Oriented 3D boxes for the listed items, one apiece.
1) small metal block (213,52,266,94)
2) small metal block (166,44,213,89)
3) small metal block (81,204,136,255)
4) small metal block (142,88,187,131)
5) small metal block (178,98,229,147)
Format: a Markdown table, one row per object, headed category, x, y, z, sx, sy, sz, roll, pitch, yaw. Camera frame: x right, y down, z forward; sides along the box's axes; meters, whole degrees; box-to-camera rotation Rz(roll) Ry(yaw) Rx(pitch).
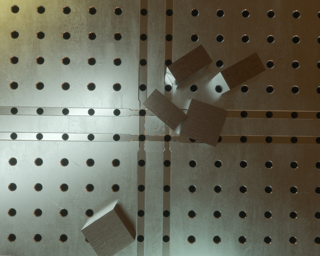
| category | x | y | z | sx | sy | sz | roll | pitch | yaw |
| --- | --- | --- | --- | --- | --- | --- | --- | --- | --- |
| small metal block | 0.101 | -0.070 | 0.402 | 0.050 | 0.050 | 0.025 | -29 | 90 | 0 |
| small metal block | 0.036 | -0.078 | 0.401 | 0.050 | 0.050 | 0.025 | -33 | 90 | 0 |
| small metal block | -0.067 | 0.139 | 0.413 | 0.050 | 0.025 | 0.050 | -34 | 90 | 0 |
| small metal block | 0.006 | -0.022 | 0.401 | 0.050 | 0.050 | 0.025 | 41 | 90 | -1 |
| small metal block | 0.057 | -0.007 | 0.414 | 0.050 | 0.025 | 0.050 | 19 | 90 | -1 |
